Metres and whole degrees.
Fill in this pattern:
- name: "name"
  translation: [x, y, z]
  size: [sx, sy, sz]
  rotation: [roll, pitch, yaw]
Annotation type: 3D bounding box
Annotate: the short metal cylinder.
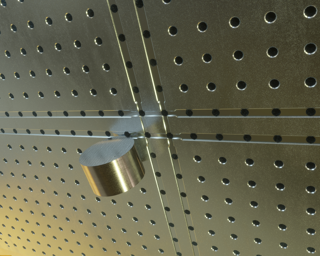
- name: "short metal cylinder"
  translation: [-0.067, 0.052, 0.442]
  size: [0.080, 0.080, 0.050]
  rotation: [-4, 117, 29]
